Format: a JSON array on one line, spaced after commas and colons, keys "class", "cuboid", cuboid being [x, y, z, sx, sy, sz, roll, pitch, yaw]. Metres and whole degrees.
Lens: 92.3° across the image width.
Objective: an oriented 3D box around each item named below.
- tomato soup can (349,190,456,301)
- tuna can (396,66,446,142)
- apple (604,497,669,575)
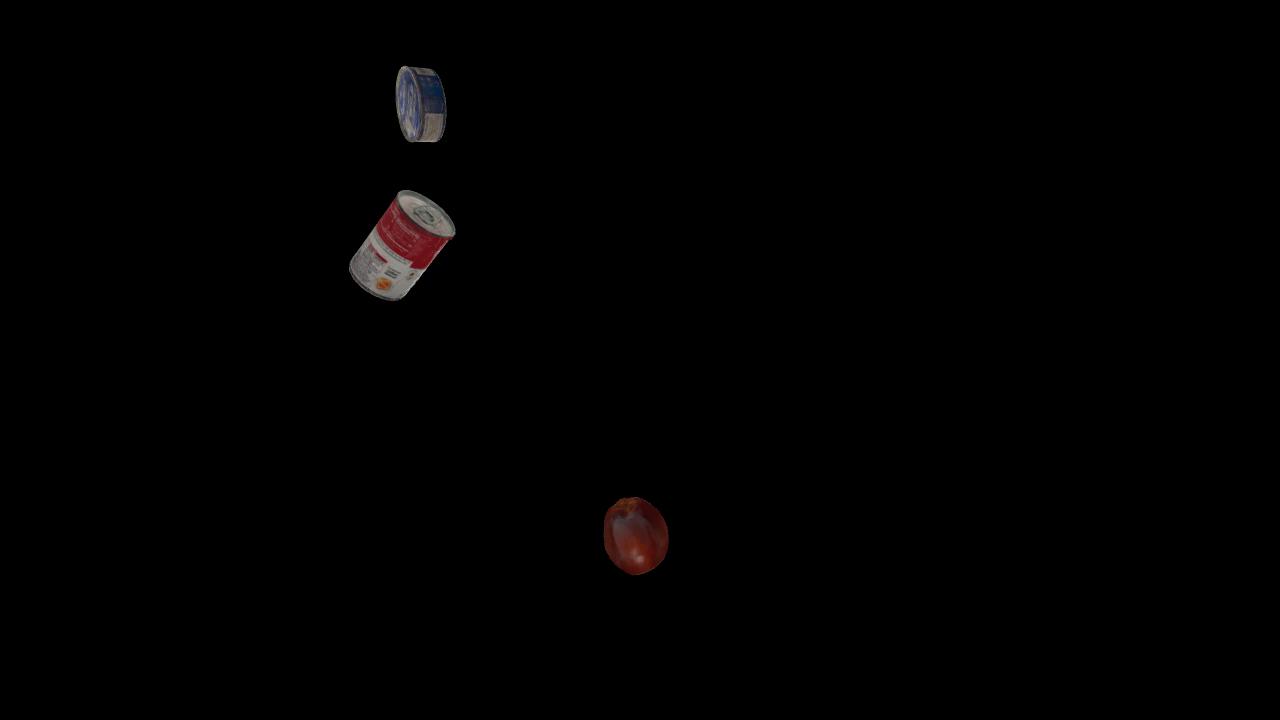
[{"class": "tomato soup can", "cuboid": [-0.253, -0.119, 0.653, 0.101, 0.068, 0.068, -44, -19, 21]}, {"class": "tuna can", "cuboid": [-0.262, -0.304, 0.735, 0.034, 0.084, 0.084, -14, 8, -35]}, {"class": "apple", "cuboid": [-0.004, 0.212, 0.741, 0.079, 0.093, 0.079, -17, 13, 4]}]
